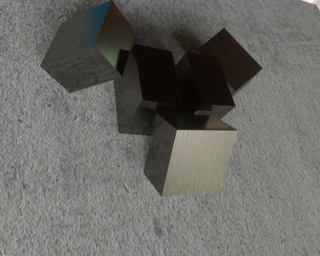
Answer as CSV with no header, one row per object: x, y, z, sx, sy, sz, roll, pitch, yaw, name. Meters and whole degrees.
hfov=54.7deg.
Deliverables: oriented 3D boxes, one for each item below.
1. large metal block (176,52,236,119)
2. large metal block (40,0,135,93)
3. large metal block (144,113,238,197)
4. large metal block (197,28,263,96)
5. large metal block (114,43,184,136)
0.048,-0.044,0.425,0.050,0.080,0.080,1,62,-28,large metal block
-0.084,-0.096,0.373,0.050,0.080,0.080,49,39,-43,large metal block
0.034,0.029,0.364,0.081,0.079,0.050,1,22,-28,large metal block
0.101,-0.093,0.475,0.050,0.080,0.080,-41,84,-1,large metal block
-0.019,-0.044,0.388,0.050,0.080,0.080,5,60,-26,large metal block
